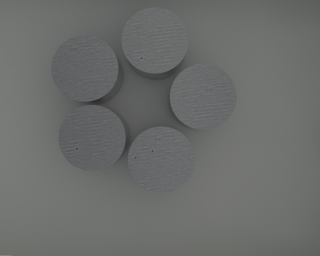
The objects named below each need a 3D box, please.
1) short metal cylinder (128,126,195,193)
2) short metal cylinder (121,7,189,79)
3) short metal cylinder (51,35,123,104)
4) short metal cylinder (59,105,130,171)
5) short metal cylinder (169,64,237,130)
[{"bbox_3d":[0.002,0.038,0.397,0.081,0.050,0.080,0,90,0],"label":"short metal cylinder"},{"bbox_3d":[-0.006,-0.105,0.397,0.081,0.050,0.080,0,90,0],"label":"short metal cylinder"},{"bbox_3d":[-0.090,-0.071,0.396,0.081,0.050,0.080,0,90,0],"label":"short metal cylinder"},{"bbox_3d":[-0.081,0.012,0.396,0.081,0.050,0.080,0,90,0],"label":"short metal cylinder"},{"bbox_3d":[0.052,-0.038,0.397,0.081,0.050,0.080,0,90,0],"label":"short metal cylinder"}]
